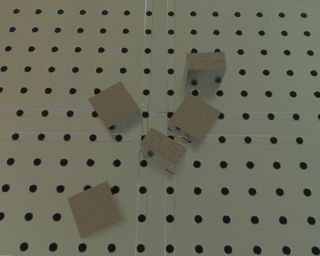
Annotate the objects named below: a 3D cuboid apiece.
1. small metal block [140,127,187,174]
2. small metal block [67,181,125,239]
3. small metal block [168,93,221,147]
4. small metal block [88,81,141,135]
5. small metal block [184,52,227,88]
[{"bbox_3d":[0.004,0.030,0.388,0.050,0.050,0.025,30,73,10],"label":"small metal block"},{"bbox_3d":[-0.077,0.099,0.375,0.050,0.025,0.050,-23,72,-8],"label":"small metal block"},{"bbox_3d":[0.046,-0.011,0.416,0.050,0.025,0.050,33,73,11],"label":"small metal block"},{"bbox_3d":[-0.061,-0.027,0.422,0.050,0.025,0.050,-32,73,-11],"label":"small metal block"},{"bbox_3d":[0.061,-0.079,0.428,0.050,0.050,0.025,-3,70,-1],"label":"small metal block"}]
